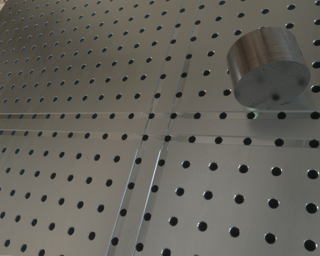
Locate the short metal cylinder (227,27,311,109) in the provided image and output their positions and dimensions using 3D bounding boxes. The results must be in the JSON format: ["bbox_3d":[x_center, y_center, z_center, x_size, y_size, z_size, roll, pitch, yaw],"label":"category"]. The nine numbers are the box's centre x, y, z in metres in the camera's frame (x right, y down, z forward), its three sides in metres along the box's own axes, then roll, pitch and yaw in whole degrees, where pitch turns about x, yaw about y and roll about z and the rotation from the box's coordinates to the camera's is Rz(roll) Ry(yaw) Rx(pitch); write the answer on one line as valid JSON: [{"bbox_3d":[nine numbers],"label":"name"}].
[{"bbox_3d":[0.120,-0.066,0.351,0.080,0.080,0.050,-16,55,19],"label":"short metal cylinder"}]
